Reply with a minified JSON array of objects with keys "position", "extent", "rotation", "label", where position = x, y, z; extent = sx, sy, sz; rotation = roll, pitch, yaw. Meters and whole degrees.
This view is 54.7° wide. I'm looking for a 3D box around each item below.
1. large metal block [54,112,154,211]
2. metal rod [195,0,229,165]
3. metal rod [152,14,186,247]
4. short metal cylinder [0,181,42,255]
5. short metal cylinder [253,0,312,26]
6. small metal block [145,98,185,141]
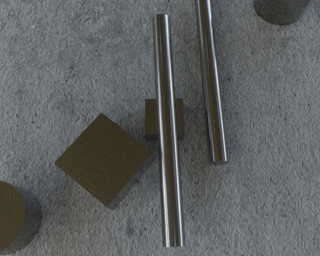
[{"position":[-0.064,0.042,0.379],"extent":[0.080,0.050,0.080],"rotation":[36,74,12],"label":"large metal block"},{"position":[0.070,-0.096,0.443],"extent":[0.025,0.025,0.299],"rotation":[-2,70,-1],"label":"metal rod"},{"position":[0.009,-0.012,0.386],"extent":[0.025,0.025,0.299],"rotation":[-2,70,-1],"label":"metal rod"},{"position":[-0.185,0.104,0.356],"extent":[0.081,0.050,0.080],"rotation":[0,70,0],"label":"short metal cylinder"},{"position":[0.189,-0.205,0.471],"extent":[0.081,0.050,0.080],"rotation":[0,70,0],"label":"short metal cylinder"},{"position":[0.006,-0.011,0.412],"extent":[0.050,0.025,0.050],"rotation":[-1,70,-1],"label":"small metal block"}]
